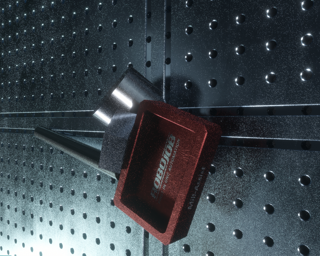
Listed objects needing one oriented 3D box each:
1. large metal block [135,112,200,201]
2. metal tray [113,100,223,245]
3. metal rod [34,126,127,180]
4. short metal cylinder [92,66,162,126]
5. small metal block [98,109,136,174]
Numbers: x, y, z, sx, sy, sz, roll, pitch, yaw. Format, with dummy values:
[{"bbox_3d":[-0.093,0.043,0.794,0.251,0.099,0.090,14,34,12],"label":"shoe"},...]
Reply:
[{"bbox_3d":[0.003,0.035,0.387,0.080,0.050,0.080,-42,65,31],"label":"large metal block"},{"bbox_3d":[0.003,0.044,0.332,0.090,0.030,0.129,26,106,37],"label":"metal tray"},{"bbox_3d":[-0.136,0.030,0.480,0.300,0.025,0.025,13,99,50],"label":"metal rod"},{"bbox_3d":[-0.043,-0.033,0.399,0.050,0.080,0.080,39,123,-15],"label":"short metal cylinder"},{"bbox_3d":[-0.047,0.014,0.352,0.025,0.050,0.050,16,124,0],"label":"small metal block"}]
